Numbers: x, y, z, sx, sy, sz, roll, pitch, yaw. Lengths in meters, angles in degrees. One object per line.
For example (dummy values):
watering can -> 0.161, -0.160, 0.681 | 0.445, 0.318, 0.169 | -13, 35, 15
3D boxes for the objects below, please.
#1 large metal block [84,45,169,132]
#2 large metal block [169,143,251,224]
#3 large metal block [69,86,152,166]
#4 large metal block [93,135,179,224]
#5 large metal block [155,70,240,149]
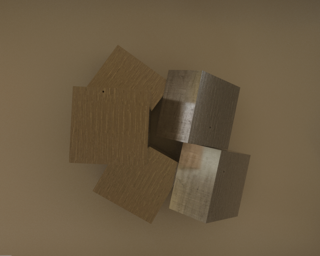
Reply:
large metal block -> -0.042, -0.045, 0.397 | 0.080, 0.050, 0.080 | 36, 90, -1
large metal block -> 0.063, 0.064, 0.376 | 0.050, 0.080, 0.080 | 12, 90, 39
large metal block -> -0.052, -0.002, 0.345 | 0.081, 0.050, 0.079 | 3, 89, 1
large metal block -> -0.026, 0.060, 0.394 | 0.080, 0.050, 0.080 | 30, 90, -1
large metal block -> 0.048, -0.021, 0.377 | 0.081, 0.050, 0.080 | 11, 90, -45
